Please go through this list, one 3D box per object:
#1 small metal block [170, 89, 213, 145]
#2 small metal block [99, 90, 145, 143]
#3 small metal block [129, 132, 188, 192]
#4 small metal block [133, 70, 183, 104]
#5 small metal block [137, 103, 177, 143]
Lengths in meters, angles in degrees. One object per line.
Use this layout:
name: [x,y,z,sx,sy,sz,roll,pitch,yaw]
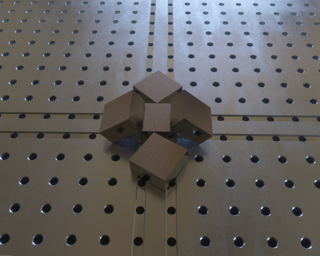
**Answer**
small metal block: [0.041,-0.014,0.402,0.050,0.025,0.050,30,43,-28]
small metal block: [-0.049,-0.015,0.404,0.050,0.025,0.050,-23,44,29]
small metal block: [-0.001,0.040,0.374,0.050,0.025,0.050,27,55,22]
small metal block: [-0.003,-0.052,0.452,0.050,0.025,0.050,-36,58,-27]
small metal block: [-0.003,-0.006,0.413,0.050,0.025,0.050,1,49,1]
